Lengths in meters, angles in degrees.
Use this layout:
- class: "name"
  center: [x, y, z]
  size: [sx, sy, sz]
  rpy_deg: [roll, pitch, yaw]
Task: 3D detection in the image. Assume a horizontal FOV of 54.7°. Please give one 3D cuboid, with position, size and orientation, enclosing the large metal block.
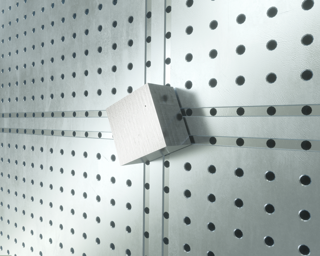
- class: "large metal block"
  center: [-0.017, -0.003, 0.401]
  size: [0.080, 0.050, 0.080]
  rpy_deg: [-26, 74, 36]
